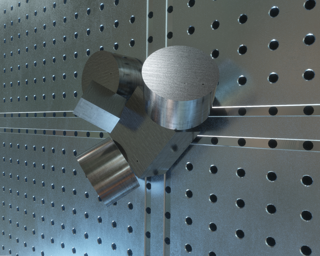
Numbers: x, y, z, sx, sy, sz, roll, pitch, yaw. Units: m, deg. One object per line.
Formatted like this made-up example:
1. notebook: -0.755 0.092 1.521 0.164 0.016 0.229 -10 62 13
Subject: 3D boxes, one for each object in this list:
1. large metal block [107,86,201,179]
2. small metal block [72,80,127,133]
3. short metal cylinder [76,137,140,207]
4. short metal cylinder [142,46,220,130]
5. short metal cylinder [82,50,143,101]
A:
1. large metal block: -0.010 0.005 0.394 0.080 0.050 0.080 52 120 27
2. small metal block: -0.073 -0.028 0.384 0.025 0.050 0.050 -53 16 29
3. short metal cylinder: -0.070 0.059 0.419 0.050 0.080 0.080 -32 70 -13
4. short metal cylinder: 0.021 -0.045 0.342 0.080 0.081 0.050 51 158 28
5. short metal cylinder: -0.067 -0.066 0.444 0.080 0.050 0.079 0 90 40
